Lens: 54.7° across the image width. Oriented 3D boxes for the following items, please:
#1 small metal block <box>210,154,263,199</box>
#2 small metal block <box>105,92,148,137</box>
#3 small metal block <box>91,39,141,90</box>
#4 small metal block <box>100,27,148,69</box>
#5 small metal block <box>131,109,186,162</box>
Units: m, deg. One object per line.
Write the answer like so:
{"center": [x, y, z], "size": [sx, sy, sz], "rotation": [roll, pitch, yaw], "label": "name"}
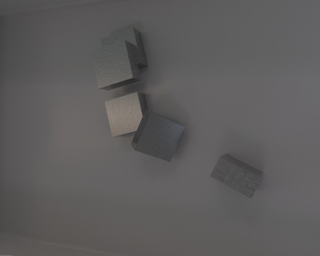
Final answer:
{"center": [0.092, 0.055, 0.365], "size": [0.050, 0.050, 0.025], "rotation": [27, 99, 18], "label": "small metal block"}
{"center": [-0.043, -0.018, 0.426], "size": [0.050, 0.025, 0.050], "rotation": [-14, 85, 19], "label": "small metal block"}
{"center": [-0.057, -0.081, 0.404], "size": [0.050, 0.025, 0.050], "rotation": [-14, 86, 19], "label": "small metal block"}
{"center": [-0.049, -0.104, 0.428], "size": [0.050, 0.025, 0.050], "rotation": [-14, 85, 19], "label": "small metal block"}
{"center": [-0.003, 0.010, 0.398], "size": [0.050, 0.025, 0.050], "rotation": [20, 99, -20], "label": "small metal block"}
